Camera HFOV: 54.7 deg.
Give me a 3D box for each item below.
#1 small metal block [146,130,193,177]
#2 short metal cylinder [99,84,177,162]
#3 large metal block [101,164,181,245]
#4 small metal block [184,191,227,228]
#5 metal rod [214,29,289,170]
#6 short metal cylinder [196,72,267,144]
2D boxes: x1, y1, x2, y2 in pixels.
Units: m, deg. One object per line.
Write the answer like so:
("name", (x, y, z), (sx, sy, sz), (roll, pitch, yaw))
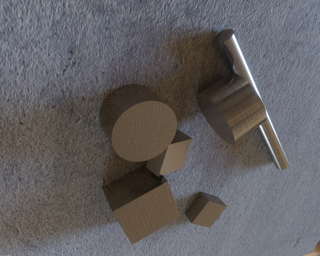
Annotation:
("small metal block", (0.013, 0.034, 0.425), (0.050, 0.025, 0.050), (-11, 126, -47))
("short metal cylinder", (-0.027, -0.007, 0.372), (0.081, 0.050, 0.079), (-14, 124, -21))
("large metal block", (-0.025, 0.106, 0.443), (0.080, 0.050, 0.080), (-27, 128, -11))
("small metal block", (0.080, 0.143, 0.539), (0.050, 0.025, 0.050), (26, 104, -37))
("metal rod", (0.152, -0.024, 0.475), (0.025, 0.025, 0.300), (-40, 130, -1))
("short metal cylinder", (0.092, -0.025, 0.406), (0.050, 0.080, 0.080), (-34, 129, -6))
